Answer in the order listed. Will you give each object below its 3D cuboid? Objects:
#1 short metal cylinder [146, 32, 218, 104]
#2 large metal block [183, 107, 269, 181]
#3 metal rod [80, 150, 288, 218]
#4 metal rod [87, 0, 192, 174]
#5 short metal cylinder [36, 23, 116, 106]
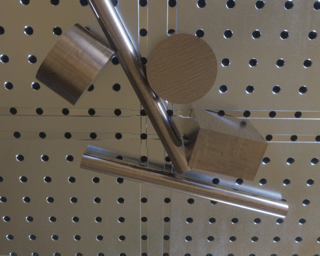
[{"bbox_3d":[0.025,-0.074,0.373,0.081,0.050,0.079,0,110,0],"label":"short metal cylinder"},{"bbox_3d":[0.077,0.018,0.391,0.080,0.080,0.050,13,110,-5],"label":"large metal block"},{"bbox_3d":[0.038,0.082,0.443,0.302,0.025,0.025,15,109,-6],"label":"metal rod"},{"bbox_3d":[-0.030,-0.069,0.387,0.025,0.025,0.299,-25,109,8],"label":"metal rod"},{"bbox_3d":[-0.096,-0.072,0.357,0.050,0.080,0.080,37,106,-13],"label":"short metal cylinder"}]
